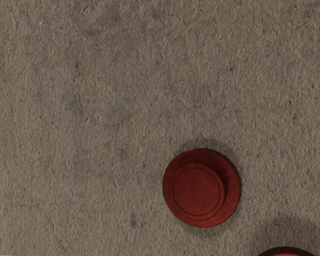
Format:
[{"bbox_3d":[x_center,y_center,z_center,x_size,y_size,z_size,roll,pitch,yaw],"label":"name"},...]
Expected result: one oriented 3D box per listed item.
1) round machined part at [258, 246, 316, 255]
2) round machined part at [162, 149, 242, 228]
[{"bbox_3d":[0.147,0.182,0.348,0.098,0.042,0.097,0,90,19],"label":"round machined part"},{"bbox_3d":[0.049,0.075,0.382,0.098,0.042,0.097,0,90,19],"label":"round machined part"}]
